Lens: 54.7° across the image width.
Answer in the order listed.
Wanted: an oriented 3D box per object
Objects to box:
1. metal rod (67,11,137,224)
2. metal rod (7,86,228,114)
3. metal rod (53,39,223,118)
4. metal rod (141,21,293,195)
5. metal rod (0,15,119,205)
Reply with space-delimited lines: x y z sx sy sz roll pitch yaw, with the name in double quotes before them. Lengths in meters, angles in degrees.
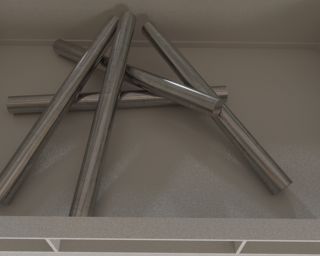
"metal rod" -0.066 -0.034 0.393 0.025 0.025 0.299 6 62 4
"metal rod" -0.056 -0.040 0.438 0.302 0.025 0.025 -3 50 -4
"metal rod" -0.049 -0.080 0.446 0.300 0.025 0.025 25 54 29
"metal rod" 0.061 -0.042 0.412 0.025 0.025 0.299 -26 64 -20
"metal rod" -0.123 -0.042 0.407 0.025 0.025 0.300 17 61 13
